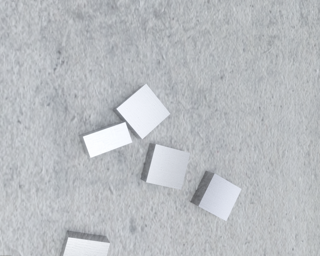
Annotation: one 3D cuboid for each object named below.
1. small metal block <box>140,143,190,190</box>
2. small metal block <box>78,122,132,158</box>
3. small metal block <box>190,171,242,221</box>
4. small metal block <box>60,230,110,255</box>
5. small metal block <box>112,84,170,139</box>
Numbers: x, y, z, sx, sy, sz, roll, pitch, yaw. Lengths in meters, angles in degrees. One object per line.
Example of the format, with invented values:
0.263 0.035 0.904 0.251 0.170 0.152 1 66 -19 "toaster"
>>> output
0.007 0.051 0.413 0.050 0.025 0.050 16 85 -20 "small metal block"
-0.067 0.013 0.372 0.050 0.050 0.025 -20 97 -19 "small metal block"
0.080 0.096 0.440 0.050 0.025 0.050 31 80 -18 "small metal block"
-0.094 0.157 0.375 0.050 0.025 0.050 16 85 -20 "small metal block"
-0.024 -0.021 0.401 0.050 0.025 0.050 -43 104 -15 "small metal block"
